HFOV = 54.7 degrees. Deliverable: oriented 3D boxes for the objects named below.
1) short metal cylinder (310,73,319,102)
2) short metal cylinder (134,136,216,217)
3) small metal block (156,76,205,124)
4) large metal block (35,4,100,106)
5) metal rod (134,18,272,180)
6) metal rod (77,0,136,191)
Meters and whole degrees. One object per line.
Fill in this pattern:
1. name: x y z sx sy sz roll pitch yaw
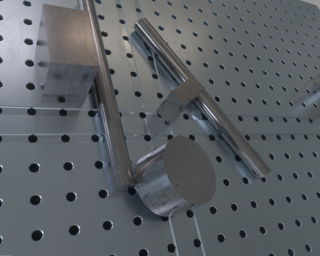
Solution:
1. short metal cylinder: 0.361 -0.086 0.639 0.081 0.050 0.080 14 56 -21
2. short metal cylinder: 0.018 0.056 0.356 0.080 0.050 0.080 25 48 -32
3. small metal block: 0.028 -0.039 0.432 0.025 0.050 0.050 47 51 4
4. large metal block: -0.112 -0.082 0.363 0.050 0.080 0.080 -1 62 -29
5. metal rod: 0.060 -0.049 0.470 0.025 0.025 0.300 -32 79 -38
6. metal rod: -0.077 -0.065 0.406 0.025 0.025 0.299 -2 63 -29
